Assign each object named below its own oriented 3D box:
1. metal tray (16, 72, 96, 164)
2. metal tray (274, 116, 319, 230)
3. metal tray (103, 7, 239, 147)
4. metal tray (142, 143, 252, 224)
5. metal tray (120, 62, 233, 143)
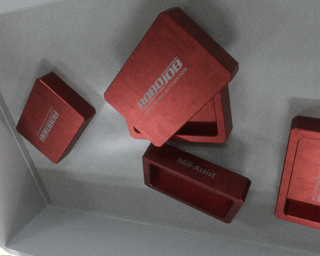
[{"bbox_3d":[-0.166,-0.011,0.483,0.090,0.030,0.129,42,129,-1],"label":"metal tray"},{"bbox_3d":[0.184,0.056,0.342,0.090,0.030,0.129,10,123,22],"label":"metal tray"},{"bbox_3d":[0.007,-0.048,0.332,0.090,0.030,0.129,43,129,-2],"label":"metal tray"},{"bbox_3d":[0.043,0.072,0.405,0.130,0.030,0.090,23,149,14],"label":"metal tray"},{"bbox_3d":[0.017,-0.030,0.377,0.130,0.030,0.089,2,119,27],"label":"metal tray"}]
